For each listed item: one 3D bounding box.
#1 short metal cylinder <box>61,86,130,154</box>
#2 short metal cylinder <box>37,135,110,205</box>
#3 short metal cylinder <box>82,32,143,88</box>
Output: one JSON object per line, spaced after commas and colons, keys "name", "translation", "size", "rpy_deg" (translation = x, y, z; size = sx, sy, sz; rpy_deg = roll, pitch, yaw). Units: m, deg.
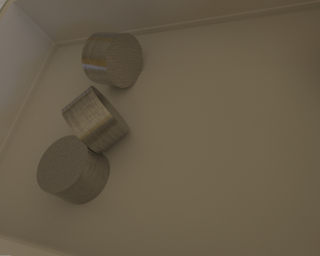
{"name": "short metal cylinder", "translation": [-0.086, -0.011, 0.423], "size": [0.050, 0.080, 0.080], "rpy_deg": [-39, 51, 2]}
{"name": "short metal cylinder", "translation": [-0.115, 0.056, 0.416], "size": [0.080, 0.050, 0.080], "rpy_deg": [-13, 56, 21]}
{"name": "short metal cylinder", "translation": [-0.071, -0.104, 0.472], "size": [0.050, 0.080, 0.080], "rpy_deg": [14, 69, 34]}
